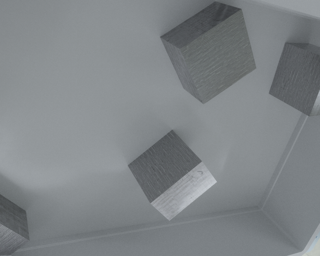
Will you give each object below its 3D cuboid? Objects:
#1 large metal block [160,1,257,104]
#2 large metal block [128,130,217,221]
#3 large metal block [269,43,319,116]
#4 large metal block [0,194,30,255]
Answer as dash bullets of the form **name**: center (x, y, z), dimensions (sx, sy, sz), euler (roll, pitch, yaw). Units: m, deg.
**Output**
- **large metal block**: center (0.059, -0.089, 0.369), dimensions (0.080, 0.050, 0.080), euler (-35, 129, -6)
- **large metal block**: center (0.015, 0.061, 0.419), dimensions (0.080, 0.080, 0.050), euler (-39, 129, -2)
- **large metal block**: center (0.215, -0.072, 0.445), dimensions (0.050, 0.080, 0.079), euler (-6, 121, -25)
- **large metal block**: center (-0.211, 0.117, 0.349), dimensions (0.080, 0.050, 0.080), euler (-37, 129, -4)
